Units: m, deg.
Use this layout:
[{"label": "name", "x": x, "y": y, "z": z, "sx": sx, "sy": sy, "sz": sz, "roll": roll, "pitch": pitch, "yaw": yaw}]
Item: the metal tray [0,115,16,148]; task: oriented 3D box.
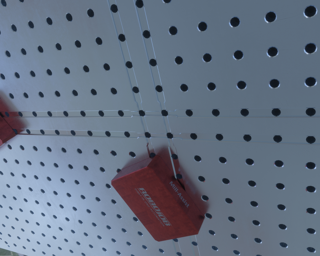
[{"label": "metal tray", "x": -0.341, "y": 0.008, "z": 0.589, "sx": 0.130, "sy": 0.030, "sz": 0.090, "roll": -28, "pitch": 103, "yaw": 37}]

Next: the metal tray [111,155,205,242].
[{"label": "metal tray", "x": -0.004, "y": 0.112, "z": 0.478, "sx": 0.090, "sy": 0.030, "sz": 0.130, "roll": -27, "pitch": 104, "yaw": 37}]
